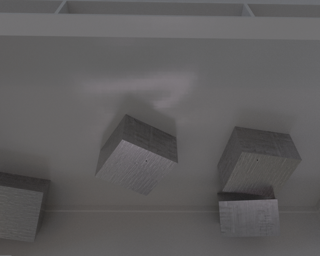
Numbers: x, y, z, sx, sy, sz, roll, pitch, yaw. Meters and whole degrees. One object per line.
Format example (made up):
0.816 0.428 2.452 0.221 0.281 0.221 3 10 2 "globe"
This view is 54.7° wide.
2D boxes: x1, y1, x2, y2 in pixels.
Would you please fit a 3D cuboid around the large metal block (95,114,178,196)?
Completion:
-0.032 0.039 0.426 0.080 0.050 0.080 25 126 -20 "large metal block"

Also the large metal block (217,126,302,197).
0.135 0.049 0.436 0.081 0.050 0.079 8 130 -7 "large metal block"

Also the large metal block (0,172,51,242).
-0.219 0.118 0.469 0.081 0.050 0.079 12 99 -10 "large metal block"

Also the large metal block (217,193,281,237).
0.131 0.129 0.473 0.080 0.080 0.050 -4 85 8 "large metal block"
